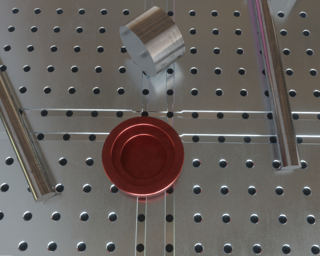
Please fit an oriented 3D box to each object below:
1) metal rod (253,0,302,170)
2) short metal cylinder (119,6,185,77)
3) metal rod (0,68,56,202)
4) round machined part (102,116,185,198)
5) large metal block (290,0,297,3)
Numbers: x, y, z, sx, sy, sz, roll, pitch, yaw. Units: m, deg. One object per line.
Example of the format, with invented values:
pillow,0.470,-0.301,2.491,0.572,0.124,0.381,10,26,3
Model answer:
metal rod,0.163,-0.090,0.445,0.025,0.025,0.299,-2,70,-1
short metal cylinder,-0.011,-0.117,0.425,0.050,0.080,0.080,-38,75,-13
metal rod,-0.214,-0.038,0.423,0.025,0.025,0.299,-28,73,-10
round machined part,-0.020,0.038,0.389,0.099,0.042,0.098,0,70,0
large metal block,0.208,-0.262,0.496,0.080,0.050,0.080,34,73,11
